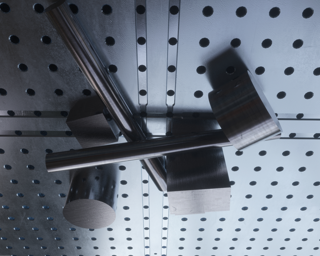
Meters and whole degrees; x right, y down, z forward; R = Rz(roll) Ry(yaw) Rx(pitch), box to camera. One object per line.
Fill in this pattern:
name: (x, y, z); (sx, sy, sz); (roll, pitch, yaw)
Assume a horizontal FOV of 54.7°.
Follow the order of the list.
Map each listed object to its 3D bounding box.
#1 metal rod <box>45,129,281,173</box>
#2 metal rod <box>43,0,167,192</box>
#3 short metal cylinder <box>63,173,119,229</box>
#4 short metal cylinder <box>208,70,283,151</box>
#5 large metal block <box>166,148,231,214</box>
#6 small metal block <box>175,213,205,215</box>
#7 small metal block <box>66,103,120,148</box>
metal rod: (0.008, 0.024, 0.404); (0.302, 0.025, 0.025); (-8, 130, -4)
metal rod: (-0.049, -0.016, 0.397); (0.025, 0.025, 0.299); (-17, 128, 14)
short metal cylinder: (-0.108, 0.117, 0.494); (0.081, 0.050, 0.079); (0, 130, 0)
short metal cylinder: (0.099, -0.019, 0.360); (0.050, 0.080, 0.080); (-30, 124, 23)
large metal block: (0.052, 0.071, 0.436); (0.080, 0.080, 0.050); (-5, 130, 4)
small metal block: (0.048, 0.118, 0.513); (0.050, 0.025, 0.050); (-5, 130, 4)
small metal block: (-0.087, -0.003, 0.408); (0.050, 0.025, 0.050); (-13, 129, 11)
